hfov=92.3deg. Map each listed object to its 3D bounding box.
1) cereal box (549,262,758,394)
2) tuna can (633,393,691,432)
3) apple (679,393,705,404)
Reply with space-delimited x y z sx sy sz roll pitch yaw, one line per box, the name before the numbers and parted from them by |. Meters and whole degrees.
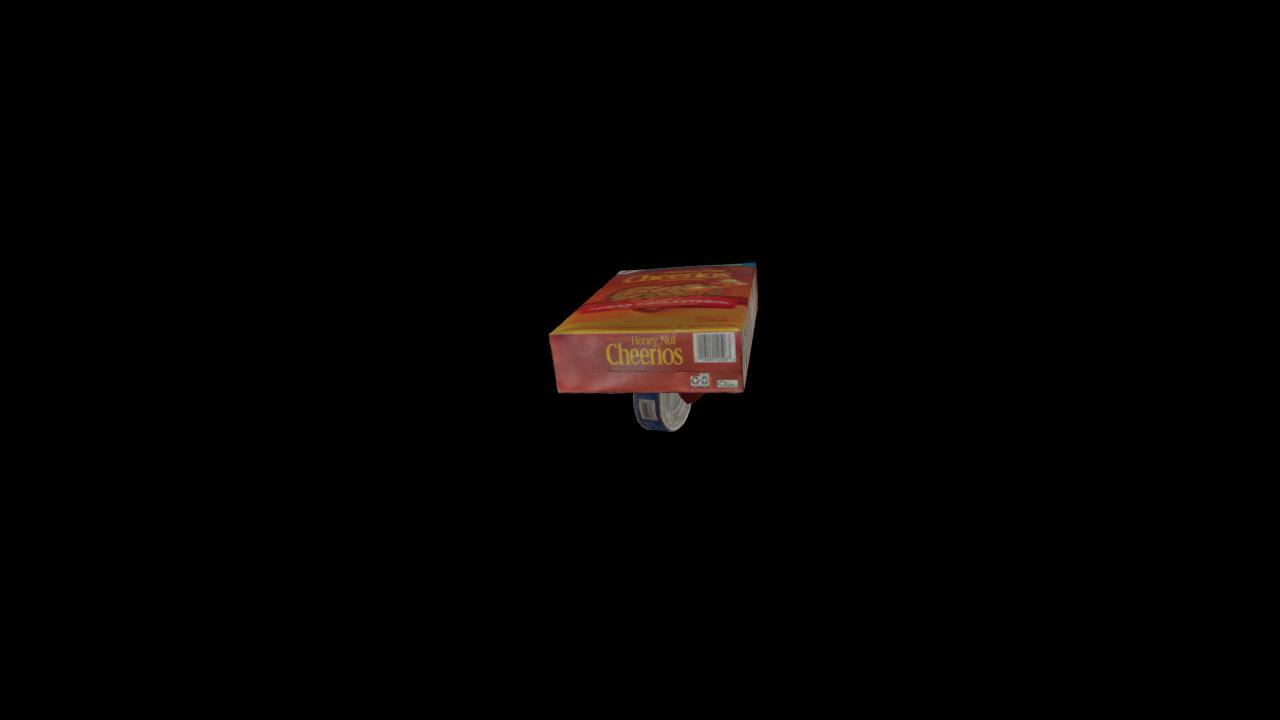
cereal box | 0.036 -0.051 0.757 0.203 0.081 0.306 -1 21 14
tuna can | 0.028 0.039 0.701 0.034 0.084 0.084 4 2 32
apple | 0.054 0.012 0.736 0.079 0.093 0.079 36 -16 12
